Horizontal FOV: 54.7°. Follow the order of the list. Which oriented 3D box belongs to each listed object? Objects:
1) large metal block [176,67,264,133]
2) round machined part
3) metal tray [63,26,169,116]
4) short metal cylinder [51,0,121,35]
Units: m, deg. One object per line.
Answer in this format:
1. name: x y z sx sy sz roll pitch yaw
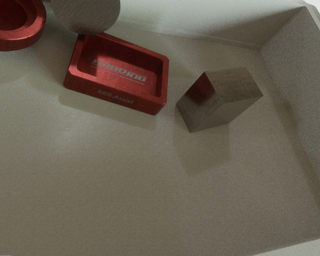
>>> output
1. large metal block: 0.083 -0.040 0.441 0.081 0.080 0.050 -13 69 -34
2. round machined part: -0.191 -0.131 0.370 0.099 0.042 0.098 13 58 -23
3. metal tray: -0.054 -0.077 0.421 0.131 0.030 0.090 17 55 -19
4. short metal cylinder: -0.091 -0.164 0.384 0.081 0.079 0.050 10 44 -24
